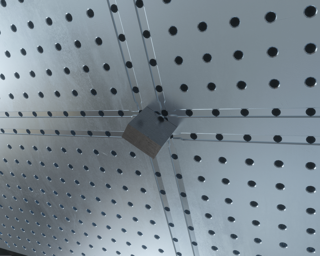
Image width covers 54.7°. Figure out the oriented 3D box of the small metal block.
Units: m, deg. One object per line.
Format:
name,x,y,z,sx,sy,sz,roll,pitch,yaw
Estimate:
small metal block,-0.013,0.005,0.403,0.050,0.050,0.025,35,129,5
